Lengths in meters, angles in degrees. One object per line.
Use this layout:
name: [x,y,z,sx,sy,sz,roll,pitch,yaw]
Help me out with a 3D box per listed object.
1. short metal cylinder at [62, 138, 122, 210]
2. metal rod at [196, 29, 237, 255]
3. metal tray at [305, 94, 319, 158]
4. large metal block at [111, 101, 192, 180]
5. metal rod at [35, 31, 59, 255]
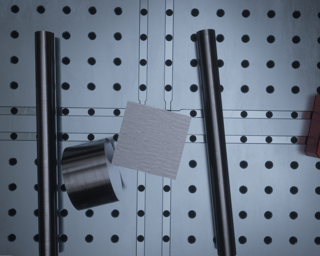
short metal cylinder: [-0.082,0.057,0.385,0.050,0.080,0.080,-14,90,0]
metal rod: [0.075,0.020,0.414,0.025,0.025,0.298,-6,90,-1]
metal tray: [0.273,0.006,0.414,0.131,0.030,0.089,11,90,-1]
large metal block: [-0.010,0.015,0.401,0.080,0.050,0.080,14,90,-1]
metal rod: [-0.150,0.024,0.411,0.025,0.025,0.298,-1,90,-1]
